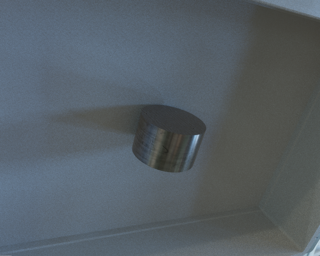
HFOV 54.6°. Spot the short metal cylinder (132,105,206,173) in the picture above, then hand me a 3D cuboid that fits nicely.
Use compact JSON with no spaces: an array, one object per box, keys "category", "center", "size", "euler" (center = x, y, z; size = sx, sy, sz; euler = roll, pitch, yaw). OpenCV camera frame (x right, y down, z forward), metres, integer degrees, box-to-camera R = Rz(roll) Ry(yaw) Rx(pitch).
[{"category":"short metal cylinder","center":[0.010,0.011,0.381],"size":[0.081,0.080,0.050],"euler":[2,118,-29]}]
